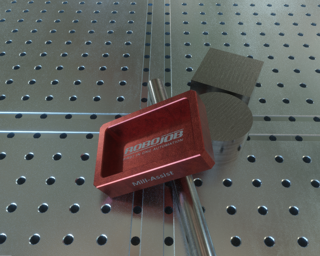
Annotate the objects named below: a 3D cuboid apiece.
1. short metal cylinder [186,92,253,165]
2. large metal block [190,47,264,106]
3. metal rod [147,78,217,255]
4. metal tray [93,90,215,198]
[{"bbox_3d":[0.071,0.000,0.392,0.081,0.050,0.080,0,50,0],"label":"short metal cylinder"},{"bbox_3d":[0.095,-0.064,0.446,0.080,0.050,0.080,19,53,15],"label":"large metal block"},{"bbox_3d":[0.023,0.048,0.367,0.025,0.025,0.300,-9,51,-8],"label":"metal rod"},{"bbox_3d":[-0.010,0.018,0.350,0.130,0.030,0.090,-20,47,20],"label":"metal tray"}]
